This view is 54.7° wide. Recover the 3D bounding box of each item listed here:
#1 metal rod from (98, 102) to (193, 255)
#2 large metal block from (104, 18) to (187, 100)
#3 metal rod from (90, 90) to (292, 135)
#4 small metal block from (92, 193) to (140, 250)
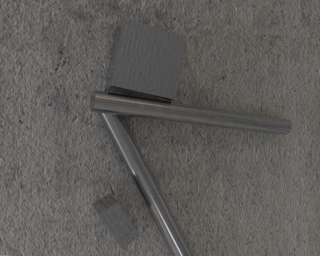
[{"bbox_3d":[-0.006,0.099,0.407,0.025,0.025,0.299,-29,100,-18],"label":"metal rod"},{"bbox_3d":[-0.019,-0.080,0.389,0.081,0.050,0.080,11,86,-20],"label":"large metal block"},{"bbox_3d":[0.059,-0.016,0.416,0.302,0.025,0.025,6,88,-26],"label":"metal rod"},{"bbox_3d":[-0.054,0.111,0.376,0.025,0.050,0.050,-34,101,-17],"label":"small metal block"}]
